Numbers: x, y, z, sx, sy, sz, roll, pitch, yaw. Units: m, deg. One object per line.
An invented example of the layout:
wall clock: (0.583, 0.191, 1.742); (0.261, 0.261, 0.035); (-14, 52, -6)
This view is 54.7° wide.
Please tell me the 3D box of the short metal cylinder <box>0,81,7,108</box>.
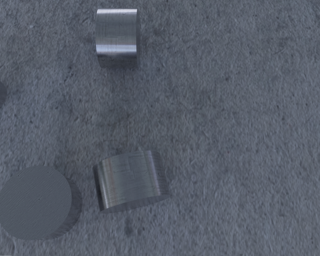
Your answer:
short metal cylinder: (-0.248, -0.048, 0.394); (0.080, 0.080, 0.050); (-40, 75, -13)

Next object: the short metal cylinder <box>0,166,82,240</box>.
short metal cylinder: (-0.137, 0.088, 0.361); (0.081, 0.050, 0.080); (0, 70, 0)

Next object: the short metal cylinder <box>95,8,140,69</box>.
short metal cylinder: (-0.055, -0.122, 0.423); (0.050, 0.080, 0.080); (0, 70, 0)

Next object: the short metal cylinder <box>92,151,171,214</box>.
short metal cylinder: (-0.033, 0.063, 0.355); (0.081, 0.080, 0.050); (-13, 71, -5)
